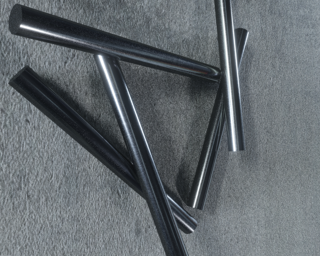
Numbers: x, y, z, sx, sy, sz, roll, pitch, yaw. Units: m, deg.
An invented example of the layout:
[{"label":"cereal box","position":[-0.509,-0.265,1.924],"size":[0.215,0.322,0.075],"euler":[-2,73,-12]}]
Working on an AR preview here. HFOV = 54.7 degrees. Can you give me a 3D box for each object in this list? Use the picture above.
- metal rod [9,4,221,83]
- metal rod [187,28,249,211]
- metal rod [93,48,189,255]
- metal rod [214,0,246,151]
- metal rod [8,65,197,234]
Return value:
[{"label":"metal rod","position":[-0.017,-0.085,0.365],"size":[0.302,0.025,0.025],"euler":[2,89,-48]},{"label":"metal rod","position":[0.094,-0.022,0.485],"size":[0.025,0.025,0.299],"euler":[28,73,-37]},{"label":"metal rod","position":[-0.014,0.054,0.361],"size":[0.025,0.025,0.298],"euler":[-22,94,-38]},{"label":"metal rod","position":[0.103,-0.114,0.472],"size":[0.025,0.025,0.298],"euler":[-1,84,-40]},{"label":"metal rod","position":[-0.046,0.045,0.367],"size":[0.300,0.025,0.025],"euler":[47,62,-30]}]
